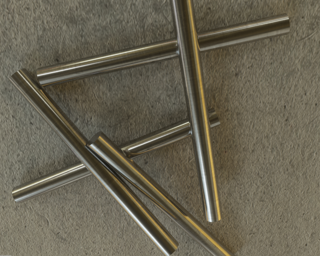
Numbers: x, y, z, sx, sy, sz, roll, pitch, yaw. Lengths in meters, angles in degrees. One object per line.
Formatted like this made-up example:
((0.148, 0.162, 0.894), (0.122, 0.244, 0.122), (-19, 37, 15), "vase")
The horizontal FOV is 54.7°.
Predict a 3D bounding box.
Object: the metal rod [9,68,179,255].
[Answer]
((-0.081, 0.048, 0.399), (0.025, 0.025, 0.300), (-39, 96, 13), "metal rod")

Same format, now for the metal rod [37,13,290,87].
((0.001, -0.093, 0.375), (0.302, 0.025, 0.025), (-12, 110, 4), "metal rod")

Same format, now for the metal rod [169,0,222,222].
((0.047, -0.015, 0.376), (0.025, 0.025, 0.298), (-10, 110, 3), "metal rod")

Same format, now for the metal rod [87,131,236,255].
((0.017, 0.113, 0.435), (0.025, 0.025, 0.300), (-39, 112, 13), "metal rod")

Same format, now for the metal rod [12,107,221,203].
((-0.064, 0.040, 0.423), (0.301, 0.025, 0.025), (-22, 109, 7), "metal rod")
